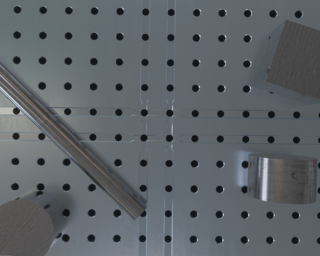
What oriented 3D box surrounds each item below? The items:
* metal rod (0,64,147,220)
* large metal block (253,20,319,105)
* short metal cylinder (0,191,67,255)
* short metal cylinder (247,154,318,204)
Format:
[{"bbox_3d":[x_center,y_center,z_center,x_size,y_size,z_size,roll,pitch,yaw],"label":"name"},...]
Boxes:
[{"bbox_3d":[-0.134,0.009,0.412,0.300,0.025,0.025,44,90,0],"label":"metal rod"},{"bbox_3d":[0.179,-0.082,0.402,0.080,0.050,0.080,18,90,0],"label":"large metal block"},{"bbox_3d":[-0.169,0.126,0.399,0.081,0.050,0.080,0,90,0],"label":"short metal cylinder"},{"bbox_3d":[0.151,0.060,0.387,0.081,0.080,0.050,2,90,0],"label":"short metal cylinder"}]
